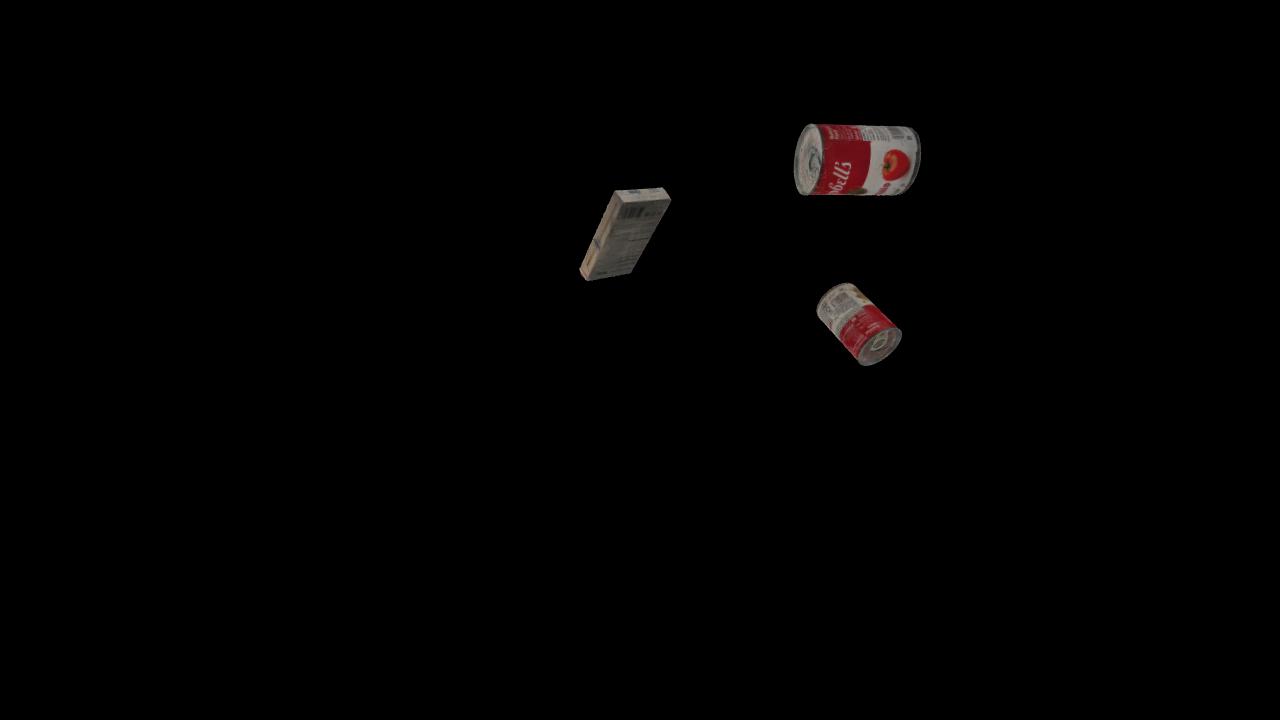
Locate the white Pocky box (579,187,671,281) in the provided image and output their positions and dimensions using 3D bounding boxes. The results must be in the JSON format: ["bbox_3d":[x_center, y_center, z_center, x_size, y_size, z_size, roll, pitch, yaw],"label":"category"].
[{"bbox_3d":[-0.023,-0.174,0.864,0.084,0.028,0.154,-15,-26,-35],"label":"white Pocky box"}]

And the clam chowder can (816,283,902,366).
[{"bbox_3d":[0.298,-0.050,0.845,0.068,0.068,0.102,0,43,-33],"label":"clam chowder can"}]

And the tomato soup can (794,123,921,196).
[{"bbox_3d":[0.212,-0.196,0.606,0.101,0.068,0.068,-2,0,-8],"label":"tomato soup can"}]
